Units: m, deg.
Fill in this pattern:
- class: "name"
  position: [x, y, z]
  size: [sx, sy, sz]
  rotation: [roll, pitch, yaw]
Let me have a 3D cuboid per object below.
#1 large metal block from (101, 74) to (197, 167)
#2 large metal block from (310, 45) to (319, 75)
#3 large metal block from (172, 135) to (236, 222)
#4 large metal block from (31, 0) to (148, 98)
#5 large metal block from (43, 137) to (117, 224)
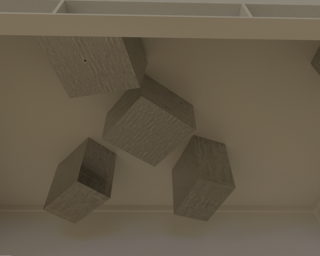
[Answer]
- class: "large metal block"
  position: [-0.014, -0.008, 0.386]
  size: [0.080, 0.050, 0.080]
  rotation: [31, 123, -24]
- class: "large metal block"
  position: [0.207, -0.078, 0.310]
  size: [0.050, 0.080, 0.079]
  rotation: [6, 130, -5]
- class: "large metal block"
  position: [0.056, 0.070, 0.434]
  size: [0.050, 0.080, 0.079]
  rotation: [16, 128, -14]
- class: "large metal block"
  position: [-0.066, -0.082, 0.315]
  size: [0.080, 0.050, 0.080]
  rotation: [-7, 131, 15]
- class: "large metal block"
  position: [-0.110, 0.073, 0.434]
  size: [0.050, 0.080, 0.080]
  rotation: [36, 121, -27]
